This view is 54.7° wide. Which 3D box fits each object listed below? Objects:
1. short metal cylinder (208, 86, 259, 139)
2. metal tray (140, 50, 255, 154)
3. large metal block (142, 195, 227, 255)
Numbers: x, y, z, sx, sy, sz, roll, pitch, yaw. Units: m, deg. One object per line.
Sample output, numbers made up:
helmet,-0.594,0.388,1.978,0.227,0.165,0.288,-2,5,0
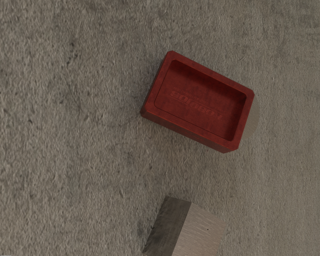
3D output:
short metal cylinder,0.109,-0.024,0.480,0.081,0.050,0.080,0,90,-40
metal tray,0.051,-0.033,0.406,0.131,0.030,0.090,24,73,-9
large metal block,0.035,0.148,0.418,0.080,0.050,0.080,37,67,-34
